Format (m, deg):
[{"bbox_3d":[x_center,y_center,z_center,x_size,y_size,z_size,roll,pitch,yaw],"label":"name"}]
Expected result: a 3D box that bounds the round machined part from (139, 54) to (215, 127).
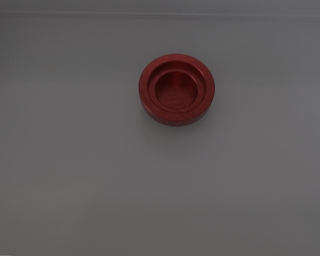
[{"bbox_3d":[0.022,-0.047,0.418,0.099,0.042,0.098,0,70,0],"label":"round machined part"}]
